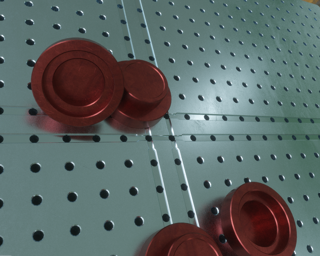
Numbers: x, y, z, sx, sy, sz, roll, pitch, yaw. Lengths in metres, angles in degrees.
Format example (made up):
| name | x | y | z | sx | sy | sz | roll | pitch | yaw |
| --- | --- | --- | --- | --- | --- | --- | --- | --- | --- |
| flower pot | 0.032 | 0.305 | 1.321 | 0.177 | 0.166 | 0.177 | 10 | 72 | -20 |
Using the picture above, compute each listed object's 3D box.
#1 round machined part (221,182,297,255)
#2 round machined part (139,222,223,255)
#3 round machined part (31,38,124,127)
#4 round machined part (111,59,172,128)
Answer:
| name | x | y | z | sx | sy | sz | roll | pitch | yaw |
| --- | --- | --- | --- | --- | --- | --- | --- | --- | --- |
| round machined part | 0.116 | 0.120 | 0.386 | 0.099 | 0.042 | 0.098 | 13 | 56 | -21 |
| round machined part | 0.029 | 0.148 | 0.322 | 0.099 | 0.042 | 0.098 | 13 | 56 | -21 |
| round machined part | -0.093 | -0.054 | 0.357 | 0.099 | 0.097 | 0.042 | 14 | 18 | -20 |
| round machined part | -0.028 | -0.052 | 0.414 | 0.099 | 0.042 | 0.098 | 13 | 56 | -21 |
